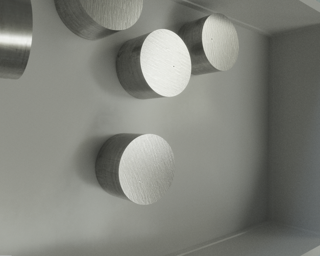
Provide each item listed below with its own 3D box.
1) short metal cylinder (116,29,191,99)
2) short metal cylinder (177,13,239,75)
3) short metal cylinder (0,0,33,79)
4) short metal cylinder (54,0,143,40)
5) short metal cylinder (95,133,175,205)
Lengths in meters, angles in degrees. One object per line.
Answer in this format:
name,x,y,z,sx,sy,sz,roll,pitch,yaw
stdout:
short metal cylinder,-0.007,-0.077,0.386,0.081,0.050,0.079,0,90,-40
short metal cylinder,0.070,-0.120,0.451,0.081,0.050,0.079,0,90,-40
short metal cylinder,-0.143,-0.082,0.252,0.050,0.080,0.079,-1,91,-40
short metal cylinder,-0.066,-0.141,0.336,0.081,0.050,0.079,0,90,-40
short metal cylinder,-0.029,0.046,0.368,0.081,0.050,0.079,0,90,-40
